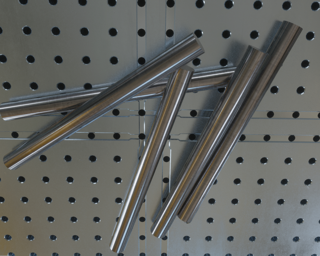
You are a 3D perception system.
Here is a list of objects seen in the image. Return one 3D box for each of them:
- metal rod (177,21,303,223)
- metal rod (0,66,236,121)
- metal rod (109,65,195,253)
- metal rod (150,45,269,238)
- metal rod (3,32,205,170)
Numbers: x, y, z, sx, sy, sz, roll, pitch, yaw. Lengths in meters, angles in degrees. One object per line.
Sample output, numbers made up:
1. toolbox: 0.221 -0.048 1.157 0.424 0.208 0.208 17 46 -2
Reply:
1. metal rod: 0.098 0.005 0.416 0.025 0.025 0.298 23 108 -9
2. metal rod: -0.052 -0.044 0.396 0.302 0.025 0.025 -9 110 2
3. metal rod: -0.019 0.057 0.418 0.025 0.025 0.298 17 115 -7
4. metal rod: 0.054 0.035 0.411 0.025 0.025 0.298 21 114 -8
5. metal rod: -0.082 -0.022 0.378 0.300 0.025 0.025 -29 108 20
